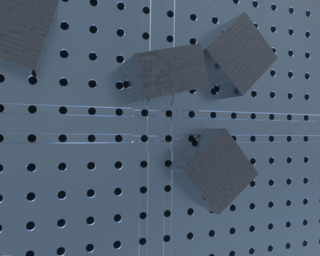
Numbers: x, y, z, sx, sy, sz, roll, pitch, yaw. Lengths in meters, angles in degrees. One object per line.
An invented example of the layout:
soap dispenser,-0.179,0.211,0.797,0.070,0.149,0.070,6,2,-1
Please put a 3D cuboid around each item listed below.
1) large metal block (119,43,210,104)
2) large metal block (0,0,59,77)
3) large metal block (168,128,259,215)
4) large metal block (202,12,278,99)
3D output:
large metal block,0.003,-0.065,0.384,0.081,0.080,0.050,-14,95,-19
large metal block,-0.164,-0.111,0.339,0.080,0.050,0.080,18,84,-19
large metal block,0.073,0.057,0.426,0.080,0.050,0.080,-41,103,-15
large metal block,0.103,-0.099,0.437,0.080,0.050,0.080,-45,104,-14
